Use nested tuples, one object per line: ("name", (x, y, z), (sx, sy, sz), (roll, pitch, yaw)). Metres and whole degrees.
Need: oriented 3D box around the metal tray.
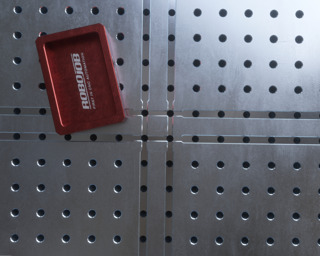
("metal tray", (-0.102, -0.062, 0.410), (0.090, 0.030, 0.129), (-13, 90, 0))
